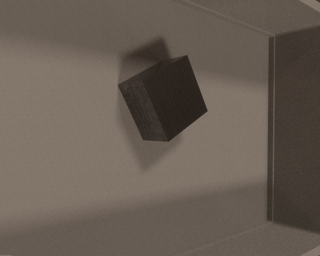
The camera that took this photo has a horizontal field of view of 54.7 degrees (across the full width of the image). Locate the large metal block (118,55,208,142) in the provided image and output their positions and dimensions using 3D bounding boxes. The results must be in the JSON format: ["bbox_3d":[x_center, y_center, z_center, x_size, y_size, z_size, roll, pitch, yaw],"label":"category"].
[{"bbox_3d":[0.006,-0.038,0.397,0.081,0.050,0.080,-36,113,-34],"label":"large metal block"}]
